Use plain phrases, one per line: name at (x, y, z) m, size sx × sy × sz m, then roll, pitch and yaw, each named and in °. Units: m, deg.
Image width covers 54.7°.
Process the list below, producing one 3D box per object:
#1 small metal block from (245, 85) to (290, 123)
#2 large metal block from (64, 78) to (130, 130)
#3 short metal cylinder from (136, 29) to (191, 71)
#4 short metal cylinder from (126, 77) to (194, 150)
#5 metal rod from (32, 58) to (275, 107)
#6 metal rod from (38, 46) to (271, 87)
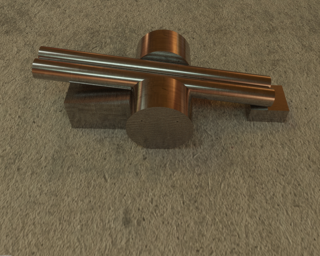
small metal block at (0.147, -0.035, 0.435) m, size 0.050 × 0.025 × 0.050 m, roll 2°, pitch 50°, yaw 2°
large metal block at (-0.077, -0.044, 0.426) m, size 0.080 × 0.050 × 0.080 m, roll 2°, pitch 50°, yaw 1°
short metal cylinder at (0.004, -0.093, 0.448) m, size 0.080 × 0.080 × 0.050 m, roll 1°, pitch 50°, yaw 1°
short metal cylinder at (0.000, -0.017, 0.383) m, size 0.080 × 0.080 × 0.050 m, roll 1°, pitch 50°, yaw 1°
metal rod at (-0.004, -0.057, 0.394) m, size 0.302 × 0.025 × 0.025 m, roll 6°, pitch 50°, yaw -5°
metal rod at (-0.003, -0.076, 0.410) m, size 0.302 × 0.025 × 0.025 m, roll 6°, pitch 50°, yaw -5°
